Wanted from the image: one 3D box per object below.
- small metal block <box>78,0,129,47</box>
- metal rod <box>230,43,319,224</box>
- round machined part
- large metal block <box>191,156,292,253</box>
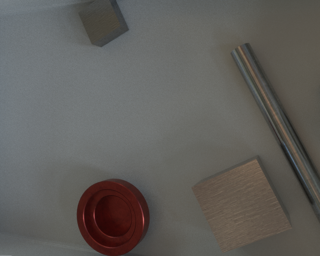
[{"bbox_3d":[-0.079,-0.150,0.435,0.050,0.025,0.050,-26,85,21],"label":"small metal block"},{"bbox_3d":[0.160,0.038,0.354,0.025,0.025,0.299,-28,81,17],"label":"metal rod"},{"bbox_3d":[-0.059,0.117,0.421,0.098,0.042,0.097,0,90,19],"label":"round machined part"},{"bbox_3d":[0.095,0.086,0.363,0.080,0.050,0.080,-28,81,17],"label":"large metal block"}]
